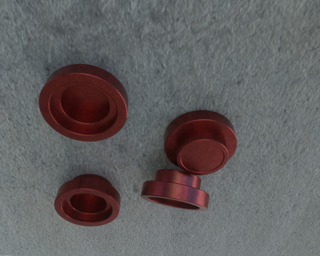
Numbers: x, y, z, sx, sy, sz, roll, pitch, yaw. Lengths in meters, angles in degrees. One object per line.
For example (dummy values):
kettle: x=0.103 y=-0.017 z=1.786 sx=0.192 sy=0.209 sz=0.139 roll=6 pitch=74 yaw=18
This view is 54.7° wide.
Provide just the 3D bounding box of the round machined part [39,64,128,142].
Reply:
round machined part: x=-0.087 y=-0.033 z=0.367 sx=0.099 sy=0.042 sz=0.097 roll=-1 pitch=130 yaw=0

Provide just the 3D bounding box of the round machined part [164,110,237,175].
round machined part: x=0.055 y=0.027 z=0.420 sx=0.099 sy=0.042 sz=0.097 roll=-1 pitch=130 yaw=0

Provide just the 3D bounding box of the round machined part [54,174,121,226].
round machined part: x=-0.111 y=0.110 z=0.488 sx=0.099 sy=0.042 sz=0.097 roll=-1 pitch=130 yaw=0

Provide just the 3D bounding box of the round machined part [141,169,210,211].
round machined part: x=0.024 y=0.090 z=0.455 sx=0.099 sy=0.042 sz=0.098 roll=11 pitch=160 yaw=4
